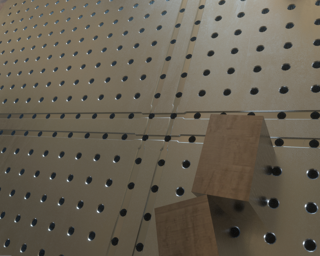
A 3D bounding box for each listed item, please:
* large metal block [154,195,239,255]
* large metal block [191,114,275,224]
[{"bbox_3d":[0.039,0.116,0.282,0.050,0.080,0.080,-19,54,17],"label":"large metal block"},{"bbox_3d":[0.077,0.041,0.307,0.050,0.080,0.080,4,63,30],"label":"large metal block"}]
